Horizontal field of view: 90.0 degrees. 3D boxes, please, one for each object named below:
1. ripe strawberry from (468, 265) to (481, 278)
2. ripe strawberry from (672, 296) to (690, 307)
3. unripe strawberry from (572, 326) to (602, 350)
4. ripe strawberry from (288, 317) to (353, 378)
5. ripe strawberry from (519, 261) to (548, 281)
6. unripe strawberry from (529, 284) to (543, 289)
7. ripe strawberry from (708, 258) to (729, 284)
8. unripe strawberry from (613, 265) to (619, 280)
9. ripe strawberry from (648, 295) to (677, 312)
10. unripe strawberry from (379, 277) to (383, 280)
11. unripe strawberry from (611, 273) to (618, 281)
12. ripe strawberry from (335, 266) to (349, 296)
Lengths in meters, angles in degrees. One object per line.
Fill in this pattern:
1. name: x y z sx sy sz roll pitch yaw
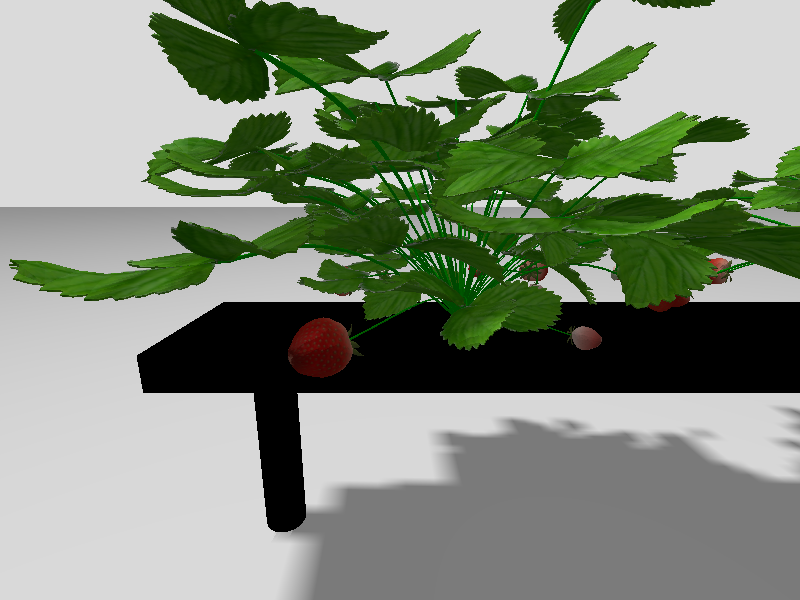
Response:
1. ripe strawberry: 0.112 -0.050 0.558 0.031 0.036 0.034 4 15 15
2. ripe strawberry: 0.274 -0.004 0.405 0.028 0.027 0.030 -32 7 17
3. unripe strawberry: 0.139 0.029 0.298 0.020 0.017 0.020 13 19 38
4. ripe strawberry: -0.052 0.032 0.254 0.037 0.039 0.040 14 21 42
5. ripe strawberry: 0.178 -0.041 0.530 0.036 0.031 0.036 10 18 34
6. unripe strawberry: 0.154 -0.011 0.454 0.015 0.015 0.016 -13 20 -41
7. ripe strawberry: 0.403 -0.037 0.516 0.030 0.034 0.032 -9 12 -32
8. unripe strawberry: 0.297 -0.038 0.538 0.020 0.024 0.024 13 19 39
9. ripe strawberry: 0.263 -0.003 0.400 0.032 0.031 0.029 2 14 -11
10. unripe strawberry: -0.021 -0.031 0.534 0.014 0.012 0.012 -7 -28 -23
11. unripe strawberry: 0.263 -0.029 0.489 0.011 0.011 0.011 -9 17 -31
12. ripe strawberry: -0.068 -0.022 0.457 0.035 0.034 0.038 11 18 37
